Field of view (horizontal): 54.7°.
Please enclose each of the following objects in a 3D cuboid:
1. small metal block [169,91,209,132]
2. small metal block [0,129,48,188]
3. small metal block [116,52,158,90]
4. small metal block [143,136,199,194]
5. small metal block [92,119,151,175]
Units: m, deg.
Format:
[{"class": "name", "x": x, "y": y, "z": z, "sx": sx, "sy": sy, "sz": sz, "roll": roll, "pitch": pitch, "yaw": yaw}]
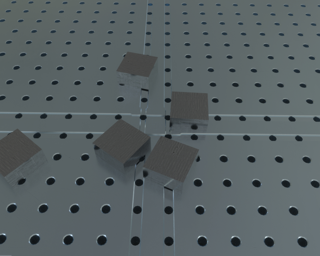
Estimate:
[{"class": "small metal block", "x": 0.040, "y": -0.023, "z": 0.428, "sx": 0.050, "sy": 0.025, "sz": 0.050, "roll": 3, "pitch": 50, "yaw": 2}, {"class": "small metal block", "x": -0.176, "y": 0.036, "z": 0.375, "sx": 0.050, "sy": 0.025, "sz": 0.050, "roll": 33, "pitch": 57, "yaw": 24}, {"class": "small metal block", "x": -0.034, "y": -0.090, "z": 0.483, "sx": 0.050, "sy": 0.025, "sz": 0.050, "roll": 12, "pitch": 51, "yaw": 10}, {"class": "small metal block", "x": 0.013, "y": 0.043, "z": 0.372, "sx": 0.050, "sy": 0.025, "sz": 0.050, "roll": 20, "pitch": 53, "yaw": 15}, {"class": "small metal block", "x": -0.047, "y": 0.023, "z": 0.388, "sx": 0.050, "sy": 0.025, "sz": 0.050, "roll": 31, "pitch": 56, "yaw": 23}]
